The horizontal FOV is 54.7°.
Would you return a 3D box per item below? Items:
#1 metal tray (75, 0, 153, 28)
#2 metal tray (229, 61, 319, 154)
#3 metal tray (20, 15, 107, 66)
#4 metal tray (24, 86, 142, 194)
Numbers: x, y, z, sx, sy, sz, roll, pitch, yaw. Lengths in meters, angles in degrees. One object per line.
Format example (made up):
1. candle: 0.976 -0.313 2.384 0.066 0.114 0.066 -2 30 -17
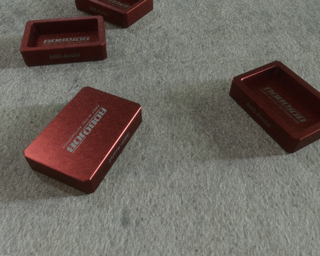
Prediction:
1. metal tray: -0.090 -0.248 0.607 0.130 0.030 0.090 28 55 21
2. metal tray: 0.172 -0.035 0.431 0.091 0.030 0.130 -23 54 -19
3. metal tray: -0.158 -0.149 0.522 0.131 0.030 0.090 -6 50 -6
4. metal tray: -0.091 0.009 0.391 0.090 0.030 0.130 20 53 15
